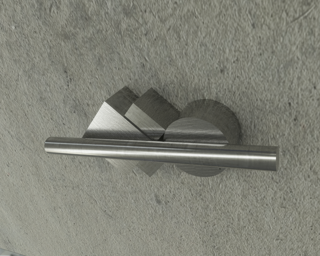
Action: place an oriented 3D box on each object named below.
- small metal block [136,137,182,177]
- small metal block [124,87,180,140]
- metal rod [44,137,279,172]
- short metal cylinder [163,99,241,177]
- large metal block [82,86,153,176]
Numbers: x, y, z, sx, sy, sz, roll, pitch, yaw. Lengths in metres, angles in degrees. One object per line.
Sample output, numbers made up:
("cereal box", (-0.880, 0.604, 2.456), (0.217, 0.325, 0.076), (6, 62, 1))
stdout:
("small metal block", (0.000, 0.030, 0.412), (0.025, 0.050, 0.050), (41, 129, 0))
("small metal block", (-0.008, -0.018, 0.386), (0.050, 0.050, 0.025), (40, 129, 0))
("metal rod", (-0.020, 0.027, 0.368), (0.300, 0.025, 0.025), (1, 119, 27))
("short metal cylinder", (0.051, 0.012, 0.371), (0.080, 0.050, 0.079), (13, 124, 21))
("large metal block", (-0.046, 0.005, 0.418), (0.080, 0.050, 0.080), (41, 129, 0))
